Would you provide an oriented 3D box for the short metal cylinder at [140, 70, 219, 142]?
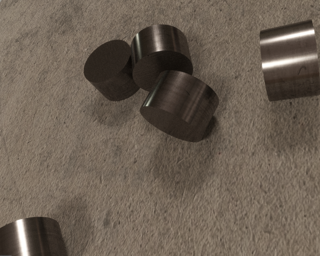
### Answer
[{"bbox_3d":[0.023,-0.025,0.370,0.080,0.080,0.050,16,70,34],"label":"short metal cylinder"}]

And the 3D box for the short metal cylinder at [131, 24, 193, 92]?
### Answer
[{"bbox_3d":[0.001,-0.093,0.423,0.080,0.080,0.050,-19,55,17],"label":"short metal cylinder"}]

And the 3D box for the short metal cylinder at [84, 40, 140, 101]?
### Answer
[{"bbox_3d":[-0.069,-0.088,0.476,0.080,0.050,0.080,-13,56,20],"label":"short metal cylinder"}]

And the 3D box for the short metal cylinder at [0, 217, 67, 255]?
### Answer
[{"bbox_3d":[-0.151,0.147,0.356,0.080,0.080,0.050,-35,52,5],"label":"short metal cylinder"}]

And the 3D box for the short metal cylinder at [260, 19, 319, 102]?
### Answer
[{"bbox_3d":[0.142,-0.072,0.338,0.050,0.080,0.080,-7,59,24],"label":"short metal cylinder"}]
